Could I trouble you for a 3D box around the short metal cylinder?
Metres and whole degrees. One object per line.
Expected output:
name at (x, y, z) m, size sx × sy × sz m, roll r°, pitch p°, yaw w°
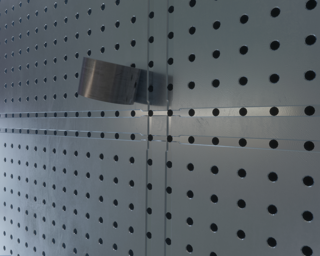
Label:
short metal cylinder at (-0.070, -0.066, 0.433) m, size 0.080 × 0.081 × 0.050 m, roll 20°, pitch 103°, yaw 38°
